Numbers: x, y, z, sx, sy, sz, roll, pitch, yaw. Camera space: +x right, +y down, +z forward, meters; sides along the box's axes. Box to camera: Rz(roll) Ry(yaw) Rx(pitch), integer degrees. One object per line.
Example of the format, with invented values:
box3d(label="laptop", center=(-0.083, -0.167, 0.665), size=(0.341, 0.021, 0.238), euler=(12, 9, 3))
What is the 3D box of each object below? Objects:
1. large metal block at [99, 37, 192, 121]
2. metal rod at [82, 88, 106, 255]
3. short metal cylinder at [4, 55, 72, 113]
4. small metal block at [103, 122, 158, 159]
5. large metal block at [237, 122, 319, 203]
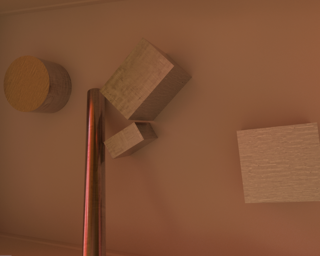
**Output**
box3d(label="large metal block", center=(-0.014, -0.055, 0.386), size=(0.050, 0.080, 0.080), euler=(45, 104, 14))
box3d(label="metal rod", center=(-0.077, 0.078, 0.366), size=(0.025, 0.025, 0.299), euler=(-18, 57, 19))
box3d(label="short metal cylinder", center=(-0.180, -0.062, 0.459), size=(0.080, 0.050, 0.079), euler=(0, 90, 19))
box3d(label="small metal block", center=(-0.037, 0.016, 0.409), size=(0.050, 0.050, 0.025), euler=(-32, 80, 17))
box3d(label="large metal block", center=(0.135, 0.038, 0.350), size=(0.080, 0.050, 0.080), euler=(-7, 88, 19))
